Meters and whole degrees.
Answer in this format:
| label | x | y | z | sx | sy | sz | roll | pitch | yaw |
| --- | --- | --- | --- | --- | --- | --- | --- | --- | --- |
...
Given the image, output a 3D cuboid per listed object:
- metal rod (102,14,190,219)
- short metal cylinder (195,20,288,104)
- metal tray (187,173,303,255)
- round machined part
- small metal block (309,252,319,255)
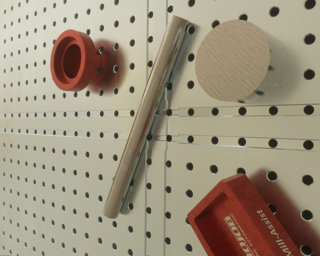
| label | x | y | z | sx | sy | sz | roll | pitch | yaw |
| --- | --- | --- | --- | --- | --- | --- | --- | --- | --- |
| metal rod | -0.025 | -0.004 | 0.429 | 0.025 | 0.025 | 0.298 | 32 | 110 | 35 |
| short metal cylinder | 0.084 | -0.066 | 0.323 | 0.080 | 0.050 | 0.079 | 0 | 90 | 40 |
| metal tray | 0.088 | 0.123 | 0.312 | 0.130 | 0.030 | 0.089 | 59 | 141 | 26 |
| round machined part | -0.135 | -0.108 | 0.510 | 0.098 | 0.042 | 0.097 | 0 | 90 | 40 |
| small metal block | 0.158 | 0.139 | 0.279 | 0.050 | 0.025 | 0.050 | -42 | 65 | 32 |
